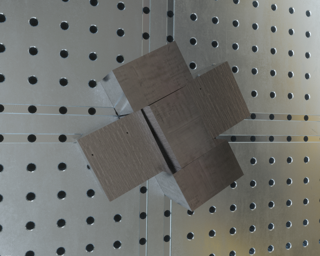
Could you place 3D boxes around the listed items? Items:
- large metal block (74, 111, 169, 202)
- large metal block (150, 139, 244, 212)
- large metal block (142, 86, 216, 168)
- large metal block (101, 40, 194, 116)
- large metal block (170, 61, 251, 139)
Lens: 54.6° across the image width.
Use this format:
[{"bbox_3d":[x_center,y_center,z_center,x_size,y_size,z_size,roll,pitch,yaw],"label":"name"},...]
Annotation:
[{"bbox_3d":[-0.049,0.031,0.382,0.080,0.050,0.080,-28,99,-18],"label":"large metal block"},{"bbox_3d":[0.044,0.055,0.399,0.080,0.080,0.050,-30,100,-18],"label":"large metal block"},{"bbox_3d":[0.013,-0.001,0.388,0.050,0.080,0.080,-30,100,-17],"label":"large metal block"},{"bbox_3d":[-0.019,-0.057,0.376,0.080,0.080,0.050,-30,100,-17],"label":"large metal block"},{"bbox_3d":[0.063,-0.034,0.421,0.080,0.050,0.080,-30,102,-17],"label":"large metal block"}]
